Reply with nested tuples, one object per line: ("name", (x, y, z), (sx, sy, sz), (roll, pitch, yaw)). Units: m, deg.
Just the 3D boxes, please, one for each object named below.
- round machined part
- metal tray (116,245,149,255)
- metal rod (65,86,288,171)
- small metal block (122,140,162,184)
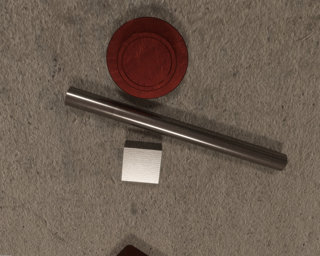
("round machined part", (-0.015, -0.081, 0.371), (0.099, 0.042, 0.097), (0, 110, -1))
("metal tray", (-0.028, 0.257, 0.501), (0.130, 0.030, 0.090), (38, 105, -13))
("metal rod", (0.027, 0.003, 0.411), (0.302, 0.025, 0.025), (17, 109, -7))
("small metal block", (-0.025, 0.046, 0.427), (0.050, 0.025, 0.050), (6, 110, -3))
